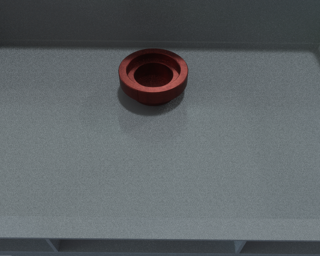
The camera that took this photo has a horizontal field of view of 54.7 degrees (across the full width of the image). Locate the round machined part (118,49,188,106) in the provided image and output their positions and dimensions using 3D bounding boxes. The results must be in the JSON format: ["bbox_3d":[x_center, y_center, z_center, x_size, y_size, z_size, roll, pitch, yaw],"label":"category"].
[{"bbox_3d":[-0.009,-0.070,0.453,0.099,0.042,0.098,0,50,0],"label":"round machined part"}]
